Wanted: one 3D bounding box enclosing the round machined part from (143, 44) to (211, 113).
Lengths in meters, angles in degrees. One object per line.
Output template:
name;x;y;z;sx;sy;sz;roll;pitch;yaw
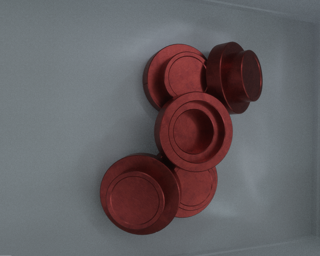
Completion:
round machined part;0.030;-0.063;0.411;0.099;0.042;0.097;0;90;-21

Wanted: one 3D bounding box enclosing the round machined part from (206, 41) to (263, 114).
round machined part;0.106;-0.068;0.417;0.099;0.042;0.097;5;84;-50

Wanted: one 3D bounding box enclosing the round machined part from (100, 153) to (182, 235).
round machined part;-0.025;0.081;0.369;0.098;0.042;0.097;1;94;9

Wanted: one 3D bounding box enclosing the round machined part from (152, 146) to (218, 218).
round machined part;0.035;0.072;0.414;0.099;0.042;0.097;0;90;-21

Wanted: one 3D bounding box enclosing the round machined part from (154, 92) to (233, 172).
round machined part;0.039;0.005;0.392;0.099;0.042;0.097;0;90;-21
